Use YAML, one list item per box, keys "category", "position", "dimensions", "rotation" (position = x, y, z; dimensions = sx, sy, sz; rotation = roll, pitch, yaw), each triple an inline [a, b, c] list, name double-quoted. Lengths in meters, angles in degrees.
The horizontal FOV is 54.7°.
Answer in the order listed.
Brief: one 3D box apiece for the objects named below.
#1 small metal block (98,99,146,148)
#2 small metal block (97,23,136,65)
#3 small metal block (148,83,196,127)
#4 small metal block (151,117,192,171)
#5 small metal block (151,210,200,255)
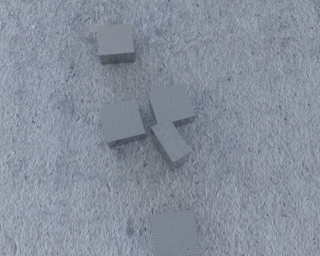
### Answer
- category: "small metal block"
  position: [-0.050, -0.006, 0.410]
  dimensions: [0.050, 0.025, 0.050]
  rotation: [-14, 71, -5]
- category: "small metal block"
  position: [-0.064, -0.123, 0.452]
  dimensions: [0.050, 0.025, 0.050]
  rotation: [-6, 70, -2]
- category: "small metal block"
  position: [0.015, -0.028, 0.418]
  dimensions: [0.050, 0.025, 0.050]
  rotation: [-15, 71, -6]
- category: "small metal block"
  position: [0.013, 0.022, 0.387]
  dimensions: [0.025, 0.050, 0.050]
  rotation: [-30, 73, -10]
- category: "small metal block"
  position: [0.017, 0.125, 0.362]
  dimensions: [0.050, 0.025, 0.050]
  rotation: [-6, 70, -2]
